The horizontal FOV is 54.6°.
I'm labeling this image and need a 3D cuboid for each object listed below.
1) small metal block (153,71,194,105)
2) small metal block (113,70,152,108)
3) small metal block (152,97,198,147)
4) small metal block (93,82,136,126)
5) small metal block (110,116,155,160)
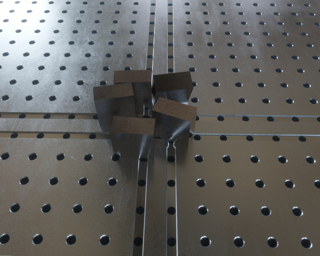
[{"bbox_3d":[0.016,-0.054,0.433,0.050,0.050,0.025,-8,74,-7],"label":"small metal block"},{"bbox_3d":[-0.037,-0.054,0.437,0.050,0.050,0.025,-2,50,-1],"label":"small metal block"},{"bbox_3d":[0.018,-0.007,0.398,0.050,0.050,0.025,17,52,14],"label":"small metal block"},{"bbox_3d":[-0.060,-0.032,0.418,0.050,0.050,0.025,-8,51,-7],"label":"small metal block"},{"bbox_3d":[-0.032,0.013,0.381,0.050,0.050,0.025,4,50,3],"label":"small metal block"}]
